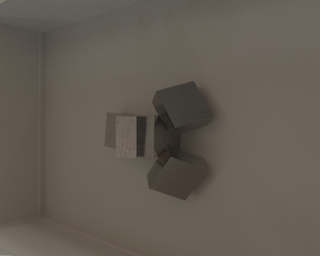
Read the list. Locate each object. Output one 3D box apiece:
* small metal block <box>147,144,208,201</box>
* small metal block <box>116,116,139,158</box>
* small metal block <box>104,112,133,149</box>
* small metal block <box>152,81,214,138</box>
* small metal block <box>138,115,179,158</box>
[{"bbox_3d":[0.020,0.053,0.367,0.050,0.050,0.025,-58,22,23],"label":"small metal block"},{"bbox_3d":[-0.036,0.009,0.393,0.025,0.050,0.050,1,94,8],"label":"small metal block"},{"bbox_3d":[-0.052,0.005,0.444,0.050,0.025,0.050,9,95,39],"label":"small metal block"},{"bbox_3d":[0.026,-0.023,0.362,0.050,0.050,0.025,64,157,20],"label":"small metal block"},{"bbox_3d":[-0.001,0.010,0.387,0.025,0.050,0.050,1,91,40],"label":"small metal block"}]
